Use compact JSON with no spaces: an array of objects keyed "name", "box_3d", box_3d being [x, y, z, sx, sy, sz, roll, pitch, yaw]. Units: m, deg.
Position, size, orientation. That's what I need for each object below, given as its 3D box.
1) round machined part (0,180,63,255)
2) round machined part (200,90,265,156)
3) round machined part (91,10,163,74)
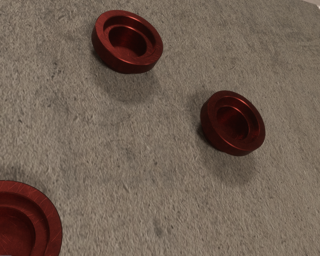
[{"name":"round machined part","box_3d":[-0.137,0.097,0.261,0.099,0.042,0.098,14,56,-21]},{"name":"round machined part","box_3d":[0.100,-0.003,0.451,0.099,0.042,0.098,14,56,-21]},{"name":"round machined part","box_3d":[-0.049,-0.116,0.439,0.099,0.042,0.098,14,56,-21]}]
